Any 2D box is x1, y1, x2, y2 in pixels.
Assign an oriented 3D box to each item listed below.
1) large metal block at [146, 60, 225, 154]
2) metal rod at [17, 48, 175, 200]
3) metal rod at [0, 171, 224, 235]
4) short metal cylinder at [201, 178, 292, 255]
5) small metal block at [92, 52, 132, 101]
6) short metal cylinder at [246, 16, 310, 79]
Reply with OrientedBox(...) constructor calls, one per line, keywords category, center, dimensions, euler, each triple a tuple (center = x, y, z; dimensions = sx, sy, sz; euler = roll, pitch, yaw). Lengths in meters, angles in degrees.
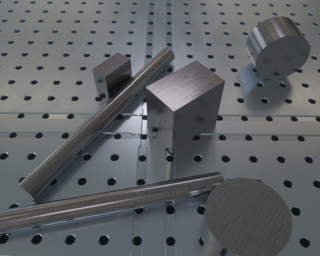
OrientedBox(category="large metal block", center=(0.031, -0.027, 0.395), dimensions=(0.081, 0.080, 0.050), euler=(-32, 57, -24))
OrientedBox(category="metal rod", center=(-0.068, -0.024, 0.427), dimensions=(0.025, 0.025, 0.301), euler=(26, 55, 20))
OrientedBox(category="metal rod", center=(-0.078, 0.085, 0.335), dimensions=(0.302, 0.025, 0.025), euler=(-9, 51, -8))
OrientedBox(category="short metal cylinder", center=(0.083, 0.097, 0.310), dimensions=(0.081, 0.050, 0.080), euler=(0, 50, 0))
OrientedBox(category="small metal block", center=(-0.068, -0.074, 0.453), dimensions=(0.025, 0.050, 0.050), euler=(32, 57, 24))
OrientedBox(category="short metal cylinder", center=(0.179, -0.122, 0.476), dimensions=(0.081, 0.080, 0.050), euler=(-4, 50, -4))
